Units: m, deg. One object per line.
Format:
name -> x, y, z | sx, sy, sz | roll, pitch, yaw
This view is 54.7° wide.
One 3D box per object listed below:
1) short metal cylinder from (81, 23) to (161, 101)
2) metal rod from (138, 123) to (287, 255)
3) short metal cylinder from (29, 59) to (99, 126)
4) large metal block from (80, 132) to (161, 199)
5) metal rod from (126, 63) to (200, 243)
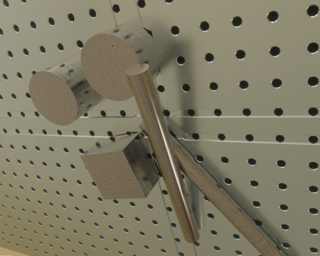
short metal cylinder -> -0.046, -0.079, 0.371 | 0.080, 0.050, 0.079 | 13, 124, 21
metal rod -> 0.083, 0.098, 0.427 | 0.300, 0.025, 0.025 | 46, 129, -5
short metal cylinder -> -0.133, -0.050, 0.434 | 0.080, 0.050, 0.079 | 13, 124, 21
large metal block -> -0.057, 0.058, 0.461 | 0.080, 0.050, 0.080 | -10, 113, 32
metal rod -> 0.014, 0.055, 0.405 | 0.025, 0.025, 0.299 | 3, 130, 27
